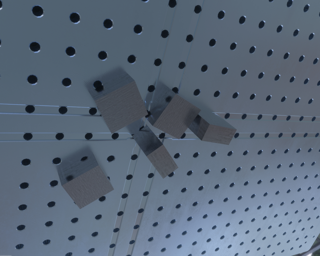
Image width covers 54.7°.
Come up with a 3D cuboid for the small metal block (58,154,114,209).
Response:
[{"bbox_3d":[-0.095,0.070,0.404,0.050,0.025,0.050,-29,129,-10],"label":"small metal block"}]

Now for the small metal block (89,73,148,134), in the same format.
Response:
[{"bbox_3d":[-0.048,-0.029,0.368,0.050,0.025,0.050,-29,129,-11],"label":"small metal block"}]

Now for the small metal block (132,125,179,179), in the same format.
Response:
[{"bbox_3d":[-0.007,0.032,0.413,0.025,0.050,0.050,-36,130,-5],"label":"small metal block"}]

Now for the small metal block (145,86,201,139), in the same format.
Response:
[{"bbox_3d":[0.018,-0.019,0.411,0.050,0.025,0.050,28,103,-38],"label":"small metal block"}]

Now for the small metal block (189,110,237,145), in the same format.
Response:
[{"bbox_3d":[0.069,-0.002,0.433,0.050,0.050,0.025,10,113,-33],"label":"small metal block"}]
